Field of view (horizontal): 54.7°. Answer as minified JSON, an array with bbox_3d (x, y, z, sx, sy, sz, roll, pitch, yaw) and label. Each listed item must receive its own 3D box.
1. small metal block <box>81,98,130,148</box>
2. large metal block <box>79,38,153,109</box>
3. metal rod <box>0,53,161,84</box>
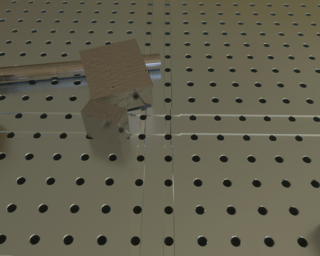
[{"bbox_3d":[-0.068,-0.006,0.395,0.050,0.050,0.025,17,53,13],"label":"small metal block"},{"bbox_3d":[-0.061,-0.071,0.435,0.081,0.050,0.080,-16,66,-10],"label":"large metal block"},{"bbox_3d":[-0.150,-0.090,0.481,0.302,0.025,0.025,-7,51,-6],"label":"metal rod"}]
